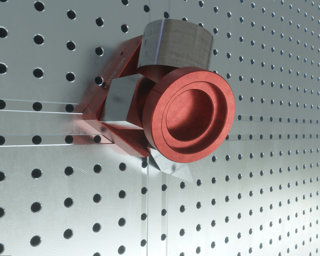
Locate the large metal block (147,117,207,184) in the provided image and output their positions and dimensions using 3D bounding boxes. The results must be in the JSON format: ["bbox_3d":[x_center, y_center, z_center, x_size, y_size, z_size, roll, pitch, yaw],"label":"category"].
[{"bbox_3d":[0.033,0.015,0.399,0.080,0.050,0.080,-63,156,-21],"label":"large metal block"}]

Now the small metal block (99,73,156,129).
[{"bbox_3d":[-0.033,-0.026,0.325,0.025,0.050,0.050,25,74,-38],"label":"small metal block"}]

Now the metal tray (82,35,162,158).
[{"bbox_3d":[-0.024,-0.040,0.388,0.090,0.030,0.130,42,64,-32],"label":"metal tray"}]

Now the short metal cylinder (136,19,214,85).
[{"bbox_3d":[0.017,-0.080,0.350,0.081,0.080,0.050,17,79,-39],"label":"short metal cylinder"}]

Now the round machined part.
[{"bbox_3d":[0.026,-0.016,0.325,0.099,0.042,0.097,-11,115,-24],"label":"round machined part"}]
